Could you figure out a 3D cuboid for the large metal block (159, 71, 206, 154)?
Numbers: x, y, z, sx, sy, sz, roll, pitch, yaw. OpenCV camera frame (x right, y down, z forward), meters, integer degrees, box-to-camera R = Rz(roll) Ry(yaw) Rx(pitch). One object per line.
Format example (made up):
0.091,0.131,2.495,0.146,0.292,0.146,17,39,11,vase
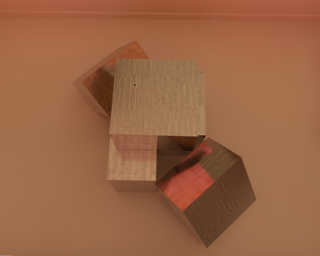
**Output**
0.025,-0.016,0.384,0.050,0.080,0.080,1,70,0,large metal block

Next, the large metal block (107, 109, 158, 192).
-0.029,0.030,0.368,0.050,0.080,0.080,1,70,0,large metal block

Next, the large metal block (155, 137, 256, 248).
0.053,0.072,0.345,0.080,0.080,0.050,-40,40,-13,large metal block

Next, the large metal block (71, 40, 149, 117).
-0.058,-0.062,0.393,0.080,0.080,0.050,-41,110,-14,large metal block

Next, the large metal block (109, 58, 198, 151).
-0.004,-0.022,0.317,0.080,0.050,0.080,2,70,0,large metal block
